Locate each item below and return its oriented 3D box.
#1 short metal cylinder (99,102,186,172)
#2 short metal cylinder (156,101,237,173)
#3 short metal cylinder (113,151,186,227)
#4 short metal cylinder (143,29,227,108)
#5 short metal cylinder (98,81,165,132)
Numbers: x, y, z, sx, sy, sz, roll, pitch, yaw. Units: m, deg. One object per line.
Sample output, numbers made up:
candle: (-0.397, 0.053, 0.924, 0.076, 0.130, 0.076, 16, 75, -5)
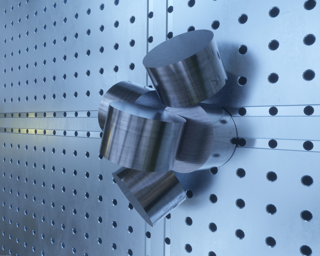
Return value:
short metal cylinder: (-0.018, 0.007, 0.322, 0.080, 0.081, 0.050, 22, 104, 38)
short metal cylinder: (0.040, 0.010, 0.359, 0.080, 0.050, 0.080, -1, 88, 40)
short metal cylinder: (-0.014, 0.072, 0.377, 0.080, 0.050, 0.080, 46, 160, 23)
short metal cylinder: (0.028, -0.066, 0.341, 0.080, 0.080, 0.050, 3, 132, 40)
short metal cylinder: (-0.032, -0.016, 0.400, 0.050, 0.081, 0.079, 24, 105, 37)
